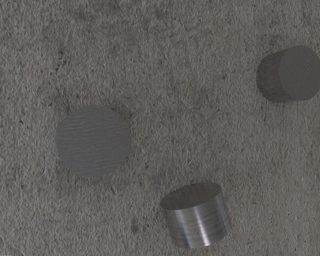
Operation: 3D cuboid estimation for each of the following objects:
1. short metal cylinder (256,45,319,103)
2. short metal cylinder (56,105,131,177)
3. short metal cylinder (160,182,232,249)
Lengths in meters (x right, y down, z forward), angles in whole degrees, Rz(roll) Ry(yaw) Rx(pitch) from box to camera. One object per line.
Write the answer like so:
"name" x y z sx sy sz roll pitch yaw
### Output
"short metal cylinder" 0.195 -0.079 0.467 0.081 0.050 0.080 0 90 -20
"short metal cylinder" -0.080 0.015 0.366 0.081 0.050 0.080 0 90 -20
"short metal cylinder" 0.046 0.109 0.397 0.081 0.080 0.050 -19 97 -19
